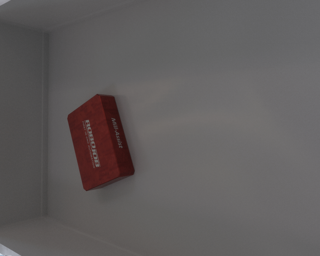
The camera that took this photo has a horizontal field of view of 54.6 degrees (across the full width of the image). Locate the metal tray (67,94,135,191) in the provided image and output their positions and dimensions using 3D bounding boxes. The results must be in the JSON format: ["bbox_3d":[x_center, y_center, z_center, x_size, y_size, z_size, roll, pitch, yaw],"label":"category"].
[{"bbox_3d":[-0.095,0.023,0.484,0.090,0.030,0.130,-27,73,36],"label":"metal tray"}]
